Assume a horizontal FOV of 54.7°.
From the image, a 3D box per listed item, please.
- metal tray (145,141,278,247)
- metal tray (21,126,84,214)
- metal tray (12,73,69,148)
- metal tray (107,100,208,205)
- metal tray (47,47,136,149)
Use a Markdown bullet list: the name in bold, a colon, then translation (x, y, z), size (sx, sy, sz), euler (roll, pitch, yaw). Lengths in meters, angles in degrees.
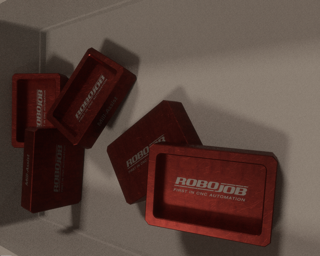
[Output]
- **metal tray**: translation (0.052, 0.065, 0.329), size (0.130, 0.030, 0.089), euler (5, 94, 18)
- **metal tray**: translation (-0.171, 0.063, 0.501), size (0.030, 0.091, 0.129), euler (8, 95, 40)
- **metal tray**: translation (-0.211, -0.030, 0.546), size (0.090, 0.030, 0.129), euler (1, 91, 8)
- **metal tray**: translation (-0.009, 0.034, 0.409), size (0.130, 0.030, 0.090), euler (-37, 67, 33)
- **metal tray**: translation (-0.105, -0.046, 0.463), size (0.090, 0.030, 0.130), euler (36, 94, 34)
